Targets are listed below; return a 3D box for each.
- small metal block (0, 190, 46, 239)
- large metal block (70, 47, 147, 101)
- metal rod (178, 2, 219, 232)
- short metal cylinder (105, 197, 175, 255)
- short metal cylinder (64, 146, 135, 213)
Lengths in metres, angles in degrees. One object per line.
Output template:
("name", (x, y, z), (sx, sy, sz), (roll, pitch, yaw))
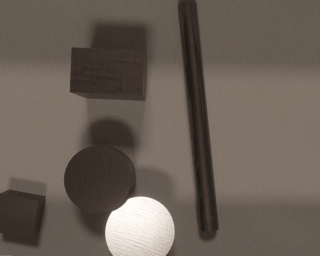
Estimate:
("small metal block", (-0.185, 0.113, 0.409), (0.050, 0.025, 0.050), (11, 90, -1))
("large metal block", (-0.059, -0.063, 0.383), (0.081, 0.080, 0.050), (2, 90, -1))
("metal rod", (0.051, -0.015, 0.412), (0.025, 0.025, 0.298), (-6, 90, -1))
("short metal cylinder", (-0.024, 0.131, 0.383), (0.081, 0.050, 0.080), (2, 62, -3))
("short metal cylinder", (-0.074, 0.063, 0.394), (0.081, 0.050, 0.080), (0, 84, 1))
